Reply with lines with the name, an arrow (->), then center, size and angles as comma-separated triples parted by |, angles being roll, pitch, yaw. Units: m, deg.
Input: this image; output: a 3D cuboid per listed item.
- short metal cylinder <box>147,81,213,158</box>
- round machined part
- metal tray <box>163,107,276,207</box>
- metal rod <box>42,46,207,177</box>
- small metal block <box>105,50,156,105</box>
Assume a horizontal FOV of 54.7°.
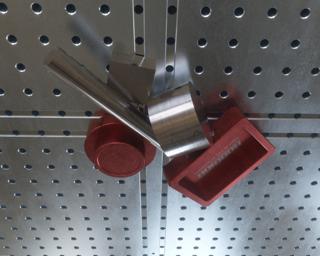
short metal cylinder -> 0.026, -0.009, 0.368 | 0.050, 0.080, 0.080 | -20, 128, 15
round machined part -> -0.054, 0.031, 0.425 | 0.099, 0.042, 0.097 | -1, 130, 0
metal tray -> 0.080, 0.043, 0.419 | 0.130, 0.030, 0.090 | -43, 127, 12
metal rod -> -0.012, 0.004, 0.393 | 0.025, 0.025, 0.301 | -32, 131, 24
small metal block -> -0.035, -0.058, 0.362 | 0.050, 0.025, 0.050 | 10, 129, -9
